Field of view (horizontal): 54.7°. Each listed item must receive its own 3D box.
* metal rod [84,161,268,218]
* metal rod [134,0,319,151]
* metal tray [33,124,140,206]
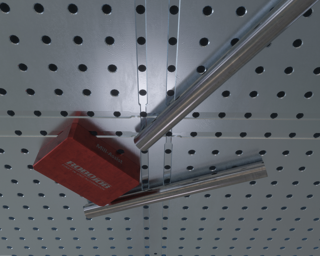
[{"bbox_3d":[0.017,0.102,0.498,0.301,0.025,0.025,-16,128,13],"label":"metal rod"},{"bbox_3d":[0.071,-0.065,0.356,0.025,0.025,0.299,33,123,-25],"label":"metal rod"},{"bbox_3d":[-0.104,0.060,0.458,0.090,0.030,0.130,-35,122,26],"label":"metal tray"}]
